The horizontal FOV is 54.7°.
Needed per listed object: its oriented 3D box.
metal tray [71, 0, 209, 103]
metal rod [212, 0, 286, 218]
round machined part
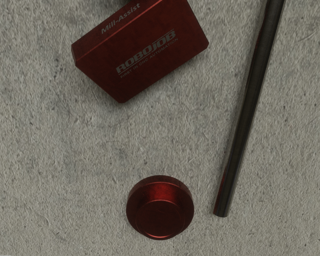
[{"bbox_3d":[-0.020,-0.092,0.348,0.130,0.030,0.090,-32,143,11],"label":"metal tray"},{"bbox_3d":[0.111,-0.014,0.405,0.025,0.025,0.298,8,110,-3],"label":"metal rod"},{"bbox_3d":[0.000,0.121,0.445,0.099,0.042,0.097,0,110,0],"label":"round machined part"}]
